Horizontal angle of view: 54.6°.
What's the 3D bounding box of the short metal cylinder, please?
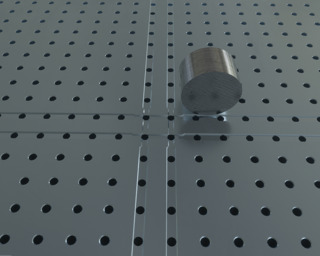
[{"bbox_3d":[0.067,-0.062,0.425,0.080,0.080,0.050,-1,50,-1],"label":"short metal cylinder"}]
